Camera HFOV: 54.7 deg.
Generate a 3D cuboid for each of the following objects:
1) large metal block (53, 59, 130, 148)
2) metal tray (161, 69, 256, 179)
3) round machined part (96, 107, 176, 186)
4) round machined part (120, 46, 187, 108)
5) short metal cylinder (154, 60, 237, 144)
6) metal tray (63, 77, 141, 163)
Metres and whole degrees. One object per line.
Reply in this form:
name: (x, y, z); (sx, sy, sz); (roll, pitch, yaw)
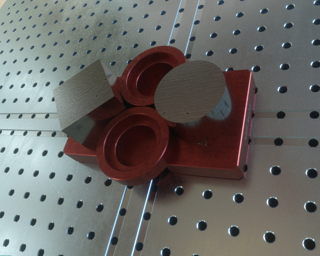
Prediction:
large metal block: (-0.092, -0.034, 0.423); (0.080, 0.050, 0.080); (-32, 52, 7)
metal tray: (0.061, -0.008, 0.375); (0.090, 0.030, 0.130); (1, 62, 28)
round machined part: (-0.026, 0.025, 0.384); (0.098, 0.042, 0.098); (-13, 56, 21)
round machined part: (-0.002, -0.061, 0.424); (0.098, 0.042, 0.098); (-13, 56, 21)
short metal cylinder: (0.041, -0.029, 0.349); (0.080, 0.050, 0.080); (-13, 56, 21)
metal tray: (-0.077, -0.014, 0.454); (0.090, 0.030, 0.130); (1, 62, 27)
